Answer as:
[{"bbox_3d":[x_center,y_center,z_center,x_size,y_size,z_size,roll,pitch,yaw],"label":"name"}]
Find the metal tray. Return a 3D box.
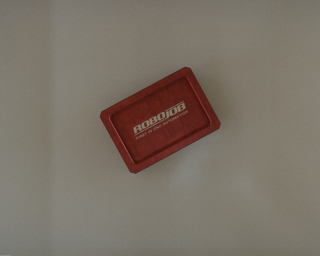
[{"bbox_3d":[0.000,-0.010,0.406,0.130,0.030,0.090,-28,90,-1],"label":"metal tray"}]
